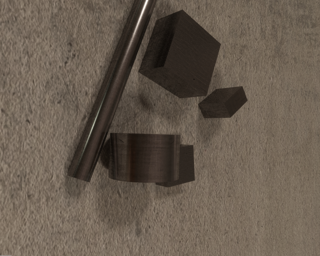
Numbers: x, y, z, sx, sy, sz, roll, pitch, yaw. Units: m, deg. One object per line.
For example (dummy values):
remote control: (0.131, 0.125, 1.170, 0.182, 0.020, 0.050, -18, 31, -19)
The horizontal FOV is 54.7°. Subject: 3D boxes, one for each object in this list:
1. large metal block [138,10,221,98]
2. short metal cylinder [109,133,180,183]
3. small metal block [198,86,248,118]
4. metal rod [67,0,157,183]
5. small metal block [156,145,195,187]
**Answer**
large metal block: (0.028, -0.094, 0.414, 0.080, 0.050, 0.080, 28, 73, -37)
short metal cylinder: (-0.018, 0.032, 0.356, 0.081, 0.080, 0.050, 3, 89, -40)
small metal block: (0.096, -0.039, 0.471, 0.050, 0.050, 0.025, -40, 115, -33)
metal rod: (-0.043, -0.083, 0.370, 0.025, 0.025, 0.299, 29, 72, -37)
small metal block: (0.020, 0.050, 0.424, 0.050, 0.025, 0.050, -5, 93, -40)
